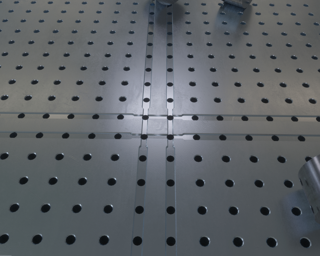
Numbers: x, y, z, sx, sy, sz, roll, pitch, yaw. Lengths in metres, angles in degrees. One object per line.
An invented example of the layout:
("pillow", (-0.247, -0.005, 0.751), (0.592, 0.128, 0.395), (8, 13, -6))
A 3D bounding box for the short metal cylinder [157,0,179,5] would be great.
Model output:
("short metal cylinder", (0.010, -0.297, 0.621), (0.081, 0.080, 0.050), (-25, 55, -19))

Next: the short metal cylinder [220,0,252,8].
("short metal cylinder", (0.159, -0.285, 0.612), (0.050, 0.080, 0.080), (28, 56, 22))

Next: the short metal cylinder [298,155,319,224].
("short metal cylinder", (0.193, 0.062, 0.321), (0.081, 0.080, 0.050), (-2, 50, -2))
